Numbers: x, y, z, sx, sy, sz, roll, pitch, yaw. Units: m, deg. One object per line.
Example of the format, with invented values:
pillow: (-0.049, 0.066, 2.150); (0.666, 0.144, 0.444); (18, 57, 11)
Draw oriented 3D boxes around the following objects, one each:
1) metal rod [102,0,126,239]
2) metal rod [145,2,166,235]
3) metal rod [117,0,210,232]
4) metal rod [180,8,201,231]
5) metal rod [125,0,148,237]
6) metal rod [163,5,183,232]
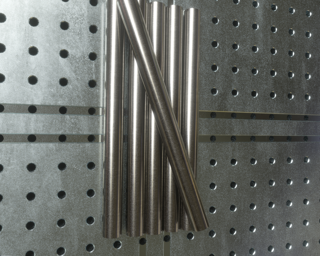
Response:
metal rod: (-0.058, -0.015, 0.390); (0.025, 0.025, 0.298); (1, 90, -20)
metal rod: (-0.007, -0.013, 0.409); (0.025, 0.025, 0.298); (1, 90, -20)
metal rod: (0.007, -0.012, 0.388); (0.025, 0.025, 0.299); (-20, 97, -19)
metal rod: (0.041, -0.012, 0.428); (0.025, 0.025, 0.298); (1, 90, -20)
metal rod: (-0.030, -0.013, 0.400); (0.025, 0.025, 0.298); (1, 90, -20)
metal rod: (0.016, -0.012, 0.419); (0.025, 0.025, 0.298); (1, 90, -20)
